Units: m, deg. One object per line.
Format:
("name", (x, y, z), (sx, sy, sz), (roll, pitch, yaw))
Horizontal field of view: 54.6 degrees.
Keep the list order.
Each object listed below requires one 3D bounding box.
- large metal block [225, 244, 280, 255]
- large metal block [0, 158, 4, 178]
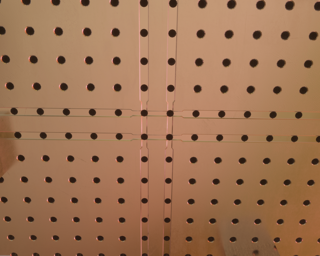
("large metal block", (0.148, 0.229, 0.469), (0.080, 0.080, 0.050), (-8, 110, 3))
("large metal block", (-0.268, 0.040, 0.413), (0.080, 0.050, 0.079), (-2, 110, 1))
